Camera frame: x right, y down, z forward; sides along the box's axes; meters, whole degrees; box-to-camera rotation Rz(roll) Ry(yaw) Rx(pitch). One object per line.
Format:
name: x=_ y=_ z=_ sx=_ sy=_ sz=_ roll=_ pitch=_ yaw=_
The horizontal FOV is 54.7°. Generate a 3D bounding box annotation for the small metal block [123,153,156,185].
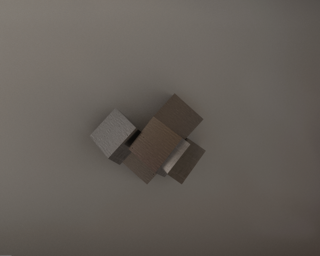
small metal block: x=-0.018 y=0.037 z=0.409 sx=0.050 sy=0.025 sz=0.050 roll=42 pitch=90 yaw=-1

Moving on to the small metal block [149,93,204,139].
small metal block: x=0.021 y=-0.010 z=0.410 sx=0.050 sy=0.025 sz=0.050 roll=42 pitch=90 yaw=-1

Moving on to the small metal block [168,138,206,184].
small metal block: x=0.030 y=0.040 z=0.398 sx=0.025 sy=0.050 sz=0.050 roll=35 pitch=90 yaw=-1

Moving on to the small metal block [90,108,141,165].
small metal block: x=-0.054 y=0.010 z=0.397 sx=0.050 sy=0.025 sz=0.050 roll=-48 pitch=52 yaw=0

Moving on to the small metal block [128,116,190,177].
small metal block: x=-0.001 y=0.022 z=0.373 sx=0.050 sy=0.025 sz=0.050 roll=38 pitch=90 yaw=33
